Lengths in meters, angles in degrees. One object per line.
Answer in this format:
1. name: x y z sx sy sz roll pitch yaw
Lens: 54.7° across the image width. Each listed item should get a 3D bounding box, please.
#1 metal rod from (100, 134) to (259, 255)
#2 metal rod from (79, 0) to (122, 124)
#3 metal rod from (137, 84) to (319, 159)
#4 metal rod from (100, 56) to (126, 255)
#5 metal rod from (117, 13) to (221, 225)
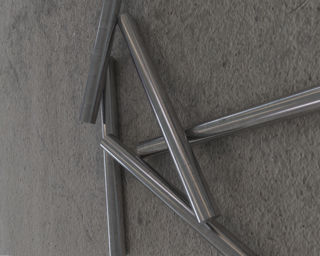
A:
1. metal rod: 0.030 0.095 0.368 0.300 0.025 0.025 36 112 30
2. metal rod: -0.074 -0.154 0.444 0.025 0.025 0.298 14 92 39
3. metal rod: 0.089 -0.008 0.331 0.299 0.025 0.025 -19 78 38
4. metal rod: -0.072 0.042 0.464 0.025 0.025 0.298 -7 86 40
5. metal rod: 0.000 -0.032 0.379 0.025 0.025 0.299 -41 58 32
